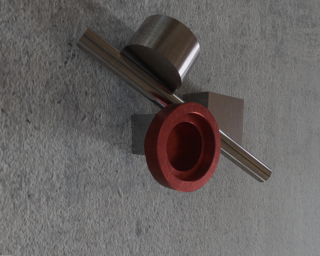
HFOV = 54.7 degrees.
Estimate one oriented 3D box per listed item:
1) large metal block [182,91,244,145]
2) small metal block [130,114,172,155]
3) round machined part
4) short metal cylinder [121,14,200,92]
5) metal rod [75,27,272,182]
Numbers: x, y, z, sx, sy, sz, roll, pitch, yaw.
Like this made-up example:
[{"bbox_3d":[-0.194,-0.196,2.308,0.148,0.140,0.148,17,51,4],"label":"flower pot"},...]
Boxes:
[{"bbox_3d":[0.077,-0.007,0.458,0.081,0.050,0.080,6,86,-40],"label":"large metal block"},{"bbox_3d":[-0.011,0.008,0.383,0.025,0.050,0.050,-3,92,-40],"label":"small metal block"},{"bbox_3d":[0.021,0.020,0.351,0.099,0.042,0.097,-2,93,-40],"label":"round machined part"},{"bbox_3d":[0.001,-0.087,0.373,0.080,0.080,0.050,45,63,-31],"label":"short metal cylinder"},{"bbox_3d":[0.031,-0.017,0.386,0.301,0.025,0.025,36,67,-19],"label":"metal rod"}]
